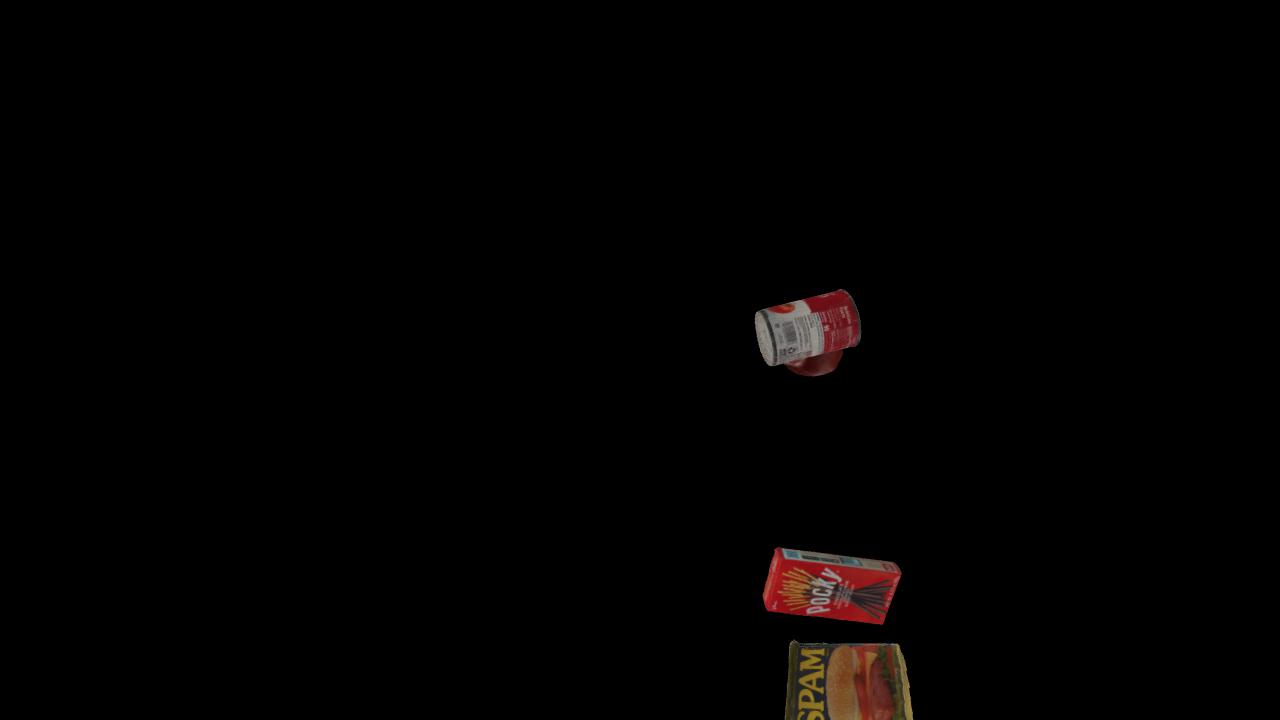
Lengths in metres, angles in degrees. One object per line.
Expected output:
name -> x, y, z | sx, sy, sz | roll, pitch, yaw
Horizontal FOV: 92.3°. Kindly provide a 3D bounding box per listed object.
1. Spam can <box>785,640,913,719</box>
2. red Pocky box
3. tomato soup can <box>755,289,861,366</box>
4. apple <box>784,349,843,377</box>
Spam can -> 0.159, 0.266, 0.464 | 0.085, 0.058, 0.101 | -11, 26, 23
red Pocky box -> 0.238, 0.284, 0.769 | 0.155, 0.083, 0.028 | 8, 21, -3
tomato soup can -> 0.188, -0.035, 0.697 | 0.101, 0.068, 0.068 | -14, 1, -2
apple -> 0.248, -0.014, 0.889 | 0.093, 0.079, 0.079 | 10, -5, -31
